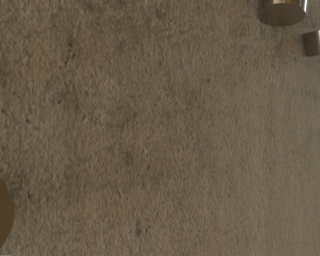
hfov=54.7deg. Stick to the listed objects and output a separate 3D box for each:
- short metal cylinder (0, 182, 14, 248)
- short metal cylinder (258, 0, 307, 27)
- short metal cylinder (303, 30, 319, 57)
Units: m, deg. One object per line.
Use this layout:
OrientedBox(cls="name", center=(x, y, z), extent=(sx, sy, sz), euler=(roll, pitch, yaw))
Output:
OrientedBox(cls="short metal cylinder", center=(-0.168, 0.070, 0.249), extent=(0.081, 0.050, 0.079), euler=(0, 90, -40))
OrientedBox(cls="short metal cylinder", center=(0.221, -0.225, 0.557), extent=(0.081, 0.080, 0.050), euler=(16, 80, -39))
OrientedBox(cls="short metal cylinder", center=(0.358, -0.190, 0.673), extent=(0.081, 0.080, 0.050), euler=(-23, 105, -38))
